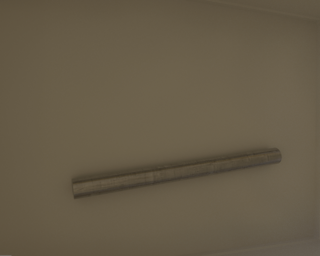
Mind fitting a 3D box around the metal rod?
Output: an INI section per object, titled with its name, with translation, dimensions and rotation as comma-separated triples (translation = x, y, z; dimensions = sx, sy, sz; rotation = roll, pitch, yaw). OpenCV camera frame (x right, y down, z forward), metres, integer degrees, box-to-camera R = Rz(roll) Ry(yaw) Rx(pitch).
[metal rod]
translation = 0.037, 0.058, 0.423
dimensions = 0.302, 0.025, 0.025
rotation = -6, 92, -20
